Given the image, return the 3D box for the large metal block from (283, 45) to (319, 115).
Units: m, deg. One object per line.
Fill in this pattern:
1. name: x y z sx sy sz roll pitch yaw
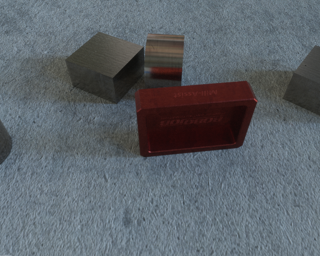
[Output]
1. large metal block: 0.238 -0.064 0.443 0.080 0.050 0.080 31 56 23

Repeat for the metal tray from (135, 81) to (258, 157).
1. metal tray: 0.039 -0.008 0.368 0.131 0.090 0.030 -5 51 -5

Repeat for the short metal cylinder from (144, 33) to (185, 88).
1. short metal cylinder: 0.007 -0.094 0.447 0.050 0.080 0.080 4 50 3

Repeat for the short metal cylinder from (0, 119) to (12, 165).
1. short metal cylinder: -0.230 0.013 0.374 0.081 0.050 0.080 0 50 0

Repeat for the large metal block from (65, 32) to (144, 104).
1. large metal block: -0.078 -0.092 0.464 0.080 0.050 0.080 23 54 18
